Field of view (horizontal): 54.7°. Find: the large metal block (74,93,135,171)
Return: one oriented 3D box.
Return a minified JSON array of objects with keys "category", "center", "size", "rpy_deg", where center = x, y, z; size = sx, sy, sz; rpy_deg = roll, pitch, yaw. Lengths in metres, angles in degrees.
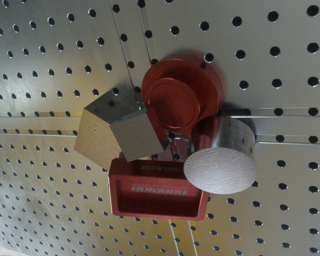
[{"category":"large metal block","center":[-0.067,0.011,0.437],"size":[0.080,0.050,0.079],"rpy_deg":[31,128,8]}]

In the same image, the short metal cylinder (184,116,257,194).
[{"category":"short metal cylinder","center":[0.071,0.033,0.363],"size":[0.080,0.050,0.079],"rpy_deg":[7,133,8]}]

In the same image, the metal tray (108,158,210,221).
[{"category":"metal tray","center":[-0.001,0.086,0.425],"size":[0.131,0.030,0.089],"rpy_deg":[4,130,0]}]

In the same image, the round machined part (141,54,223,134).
[{"category":"round machined part","center":[0.021,-0.034,0.368],"size":[0.098,0.042,0.097],"rpy_deg":[13,124,21]}]

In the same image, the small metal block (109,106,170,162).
[{"category":"small metal block","center":[-0.024,0.008,0.368],"size":[0.050,0.025,0.050],"rpy_deg":[-18,106,23]}]
